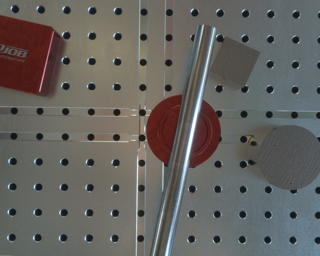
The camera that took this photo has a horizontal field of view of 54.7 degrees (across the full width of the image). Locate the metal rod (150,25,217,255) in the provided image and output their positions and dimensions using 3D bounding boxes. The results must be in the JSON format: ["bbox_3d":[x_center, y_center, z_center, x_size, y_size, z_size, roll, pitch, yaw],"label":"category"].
[{"bbox_3d":[0.026,0.027,0.371,0.025,0.025,0.298,12,90,-1],"label":"metal rod"}]

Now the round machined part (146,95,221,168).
[{"bbox_3d":[0.031,0.004,0.405,0.099,0.042,0.097,0,90,-1],"label":"round machined part"}]

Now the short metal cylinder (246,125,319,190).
[{"bbox_3d":[0.160,0.036,0.403,0.081,0.050,0.079,0,90,-1],"label":"short metal cylinder"}]

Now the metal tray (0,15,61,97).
[{"bbox_3d":[-0.208,-0.099,0.408,0.131,0.030,0.089,13,90,-1],"label":"metal tray"}]

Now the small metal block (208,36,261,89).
[{"bbox_3d":[0.098,-0.086,0.415,0.050,0.025,0.050,25,90,-1],"label":"small metal block"}]
